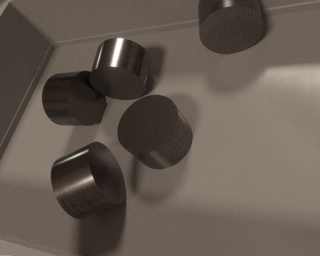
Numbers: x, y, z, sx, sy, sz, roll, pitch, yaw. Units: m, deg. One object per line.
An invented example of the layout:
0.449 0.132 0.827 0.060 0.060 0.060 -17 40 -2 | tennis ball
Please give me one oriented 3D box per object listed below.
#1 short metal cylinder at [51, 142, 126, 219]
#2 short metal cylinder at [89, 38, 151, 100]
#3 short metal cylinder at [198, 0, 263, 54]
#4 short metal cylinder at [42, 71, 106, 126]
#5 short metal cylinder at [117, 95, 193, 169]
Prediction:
-0.084 0.063 0.374 0.050 0.080 0.080 -25 53 13 | short metal cylinder
-0.057 -0.083 0.450 0.080 0.080 0.050 -5 60 25 | short metal cylinder
0.092 -0.145 0.410 0.080 0.080 0.050 -12 57 21 | short metal cylinder
-0.125 -0.043 0.461 0.050 0.080 0.080 1 62 28 | short metal cylinder
-0.005 0.005 0.388 0.080 0.050 0.080 -13 56 20 | short metal cylinder
